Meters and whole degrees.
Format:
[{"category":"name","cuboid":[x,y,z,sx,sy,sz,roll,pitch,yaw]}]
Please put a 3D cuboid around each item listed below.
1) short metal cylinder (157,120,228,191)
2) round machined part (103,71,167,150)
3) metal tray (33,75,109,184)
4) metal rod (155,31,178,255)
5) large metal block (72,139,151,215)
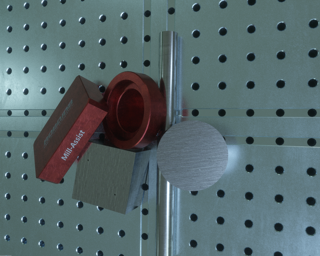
[{"category":"short metal cylinder","cuboid":[0.036,0.031,0.372,0.081,0.050,0.079,0,90,0]},{"category":"round machined part","cuboid":[-0.030,-0.022,0.400,0.098,0.042,0.097,-1,88,45]},{"category":"metal tray","cuboid":[-0.127,0.000,0.429,0.130,0.030,0.090,-53,36,12]},{"category":"metal rod","cuboid":[0.009,0.024,0.410,0.025,0.025,0.298,1,90,20]},{"category":"large metal block","cuboid":[-0.065,0.062,0.422,0.080,0.050,0.079,11,94,19]}]
